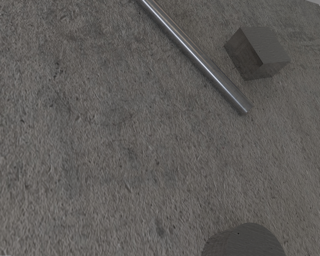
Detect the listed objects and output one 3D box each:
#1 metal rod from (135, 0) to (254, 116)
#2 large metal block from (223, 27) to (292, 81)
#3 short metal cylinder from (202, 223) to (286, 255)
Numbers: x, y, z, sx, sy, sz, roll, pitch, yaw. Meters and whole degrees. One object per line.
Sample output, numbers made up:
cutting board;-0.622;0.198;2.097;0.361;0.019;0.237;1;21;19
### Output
metal rod;0.042;-0.139;0.511;0.300;0.025;0.025;48;51;6
large metal block;0.178;-0.137;0.567;0.081;0.050;0.080;-13;69;-33
short metal cylinder;0.094;0.152;0.345;0.081;0.050;0.080;14;56;-21
